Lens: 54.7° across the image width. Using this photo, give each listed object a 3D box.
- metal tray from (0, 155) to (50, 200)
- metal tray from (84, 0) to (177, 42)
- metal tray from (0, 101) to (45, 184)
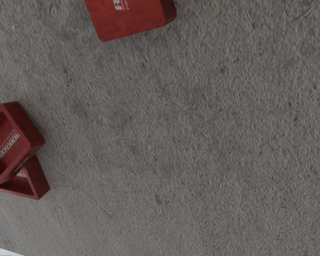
[{"bbox_3d":[-0.288,0.089,0.610,0.130,0.030,0.089,5,121,26],"label":"metal tray"},{"bbox_3d":[-0.044,-0.165,0.325,0.090,0.030,0.129,-5,116,30],"label":"metal tray"},{"bbox_3d":[-0.264,0.027,0.533,0.130,0.030,0.090,-40,84,29],"label":"metal tray"}]
